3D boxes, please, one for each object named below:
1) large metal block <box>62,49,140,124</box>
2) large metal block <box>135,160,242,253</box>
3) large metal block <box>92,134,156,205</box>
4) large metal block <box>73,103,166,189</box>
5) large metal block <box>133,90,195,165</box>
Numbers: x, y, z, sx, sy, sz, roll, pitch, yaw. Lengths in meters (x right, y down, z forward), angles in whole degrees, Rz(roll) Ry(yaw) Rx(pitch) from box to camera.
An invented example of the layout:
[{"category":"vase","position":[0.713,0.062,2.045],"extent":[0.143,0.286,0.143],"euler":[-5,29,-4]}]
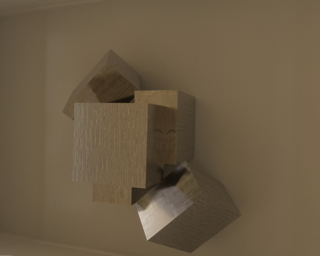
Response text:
[{"category":"large metal block","position":[-0.072,-0.048,0.397],"extent":[0.050,0.080,0.080],"euler":[40,105,-21]},{"category":"large metal block","position":[0.033,0.094,0.360],"extent":[0.080,0.080,0.050],"euler":[-43,42,15]},{"category":"large metal block","position":[-0.042,0.047,0.395],"extent":[0.050,0.080,0.080],"euler":[1,90,20]},{"category":"large metal block","position":[-0.041,0.015,0.325],"extent":[0.080,0.050,0.080],"euler":[2,91,20]},{"category":"large metal block","position":[0.008,-0.001,0.375],"extent":[0.050,0.080,0.080],"euler":[1,90,20]}]
